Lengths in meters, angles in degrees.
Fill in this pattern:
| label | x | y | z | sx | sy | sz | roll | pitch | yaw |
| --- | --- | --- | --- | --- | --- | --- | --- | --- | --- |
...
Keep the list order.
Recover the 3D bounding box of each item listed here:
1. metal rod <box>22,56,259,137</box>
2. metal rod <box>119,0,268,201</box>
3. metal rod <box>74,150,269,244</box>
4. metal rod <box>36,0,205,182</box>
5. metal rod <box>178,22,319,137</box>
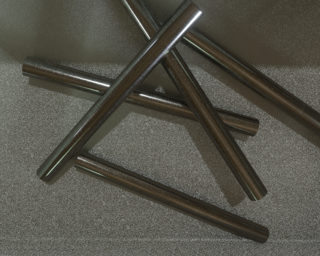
| label | x | y | z | sx | sy | sz | roll | pitch | yaw |
| --- | --- | --- | --- | --- | --- | --- | --- | --- | --- |
| metal rod | -0.019 | -0.038 | 0.396 | 0.302 | 0.025 | 0.025 | 15 | 110 | -6 |
| metal rod | 0.043 | -0.037 | 0.374 | 0.025 | 0.025 | 0.299 | -33 | 99 | 11 |
| metal rod | 0.023 | 0.103 | 0.449 | 0.301 | 0.025 | 0.025 | 24 | 108 | -9 |
| metal rod | -0.063 | -0.029 | 0.374 | 0.025 | 0.025 | 0.299 | 40 | 115 | -14 |
| metal rod | 0.137 | -0.049 | 0.394 | 0.301 | 0.025 | 0.025 | 31 | 107 | -11 |
